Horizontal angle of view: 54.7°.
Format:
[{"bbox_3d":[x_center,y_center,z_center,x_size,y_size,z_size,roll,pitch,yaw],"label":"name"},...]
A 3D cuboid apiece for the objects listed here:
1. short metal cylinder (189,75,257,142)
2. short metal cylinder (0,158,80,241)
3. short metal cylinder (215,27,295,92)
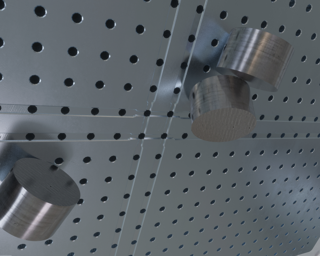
[{"bbox_3d":[0.079,-0.023,0.400,0.081,0.050,0.080,0,148,0],"label":"short metal cylinder"},{"bbox_3d":[-0.139,0.078,0.348,0.080,0.080,0.050,29,102,-38],"label":"short metal cylinder"},{"bbox_3d":[0.115,-0.083,0.381,0.080,0.080,0.050,19,95,-36],"label":"short metal cylinder"}]
